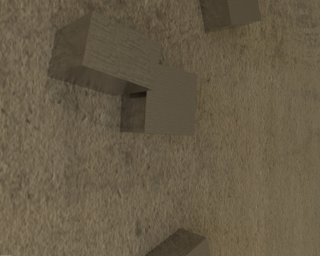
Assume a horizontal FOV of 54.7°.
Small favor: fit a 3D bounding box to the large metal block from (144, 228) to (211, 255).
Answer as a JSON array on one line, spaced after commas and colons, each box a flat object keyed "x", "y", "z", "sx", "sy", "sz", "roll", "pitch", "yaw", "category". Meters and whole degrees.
[{"x": 0.027, "y": 0.196, "z": 0.414, "sx": 0.081, "sy": 0.050, "sz": 0.080, "roll": -24, "pitch": 106, "yaw": -38, "category": "large metal block"}]

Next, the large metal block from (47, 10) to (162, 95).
[{"x": -0.058, "y": -0.070, "z": 0.321, "sx": 0.081, "sy": 0.080, "sz": 0.050, "roll": 14, "pitch": 81, "yaw": -40, "category": "large metal block"}]

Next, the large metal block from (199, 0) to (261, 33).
[{"x": 0.107, "y": -0.198, "z": 0.481, "sx": 0.081, "sy": 0.050, "sz": 0.079, "roll": -22, "pitch": 104, "yaw": -38, "category": "large metal block"}]

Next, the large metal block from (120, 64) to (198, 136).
[{"x": -0.001, "y": -0.032, "z": 0.390, "sx": 0.081, "sy": 0.050, "sz": 0.080, "roll": 5, "pitch": 87, "yaw": -40, "category": "large metal block"}]
